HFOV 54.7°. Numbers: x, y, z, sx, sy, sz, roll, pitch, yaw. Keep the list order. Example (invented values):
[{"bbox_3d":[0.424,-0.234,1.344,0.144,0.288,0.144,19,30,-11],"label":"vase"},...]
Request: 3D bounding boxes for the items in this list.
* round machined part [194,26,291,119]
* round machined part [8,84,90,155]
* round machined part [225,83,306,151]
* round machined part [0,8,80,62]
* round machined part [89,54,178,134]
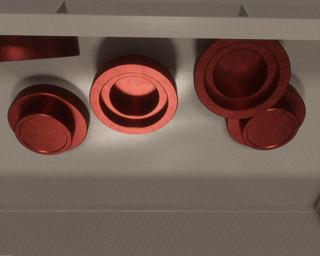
[{"bbox_3d":[0.086,-0.062,0.339,0.099,0.042,0.097,2,121,4],"label":"round machined part"},{"bbox_3d":[-0.142,-0.003,0.393,0.099,0.042,0.097,-1,130,0],"label":"round machined part"},{"bbox_3d":[0.134,-0.009,0.392,0.099,0.042,0.097,-1,130,0],"label":"round machined part"},{"bbox_3d":[-0.129,-0.087,0.292,0.099,0.098,0.042,-3,105,2],"label":"round machined part"},{"bbox_3d":[-0.029,-0.042,0.362,0.099,0.042,0.097,-1,130,0],"label":"round machined part"}]
